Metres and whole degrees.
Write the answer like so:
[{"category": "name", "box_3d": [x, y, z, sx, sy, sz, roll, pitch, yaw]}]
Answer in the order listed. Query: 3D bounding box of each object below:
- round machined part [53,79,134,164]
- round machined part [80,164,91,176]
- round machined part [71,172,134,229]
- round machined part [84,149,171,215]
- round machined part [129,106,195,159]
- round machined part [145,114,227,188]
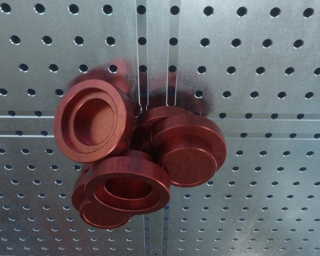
[{"category": "round machined part", "box_3d": [-0.074, -0.005, 0.370, 0.098, 0.098, 0.042, -22, 162, 17]}, {"category": "round machined part", "box_3d": [-0.067, 0.083, 0.443, 0.099, 0.042, 0.097, 0, 130, 0]}, {"category": "round machined part", "box_3d": [-0.074, 0.105, 0.433, 0.099, 0.042, 0.097, 0, 130, 0]}, {"category": "round machined part", "box_3d": [-0.036, 0.062, 0.368, 0.098, 0.042, 0.098, 2, 138, 2]}, {"category": "round machined part", "box_3d": [0.010, 0.023, 0.393, 0.099, 0.042, 0.097, 0, 130, 0]}, {"category": "round machined part", "box_3d": [0.031, 0.034, 0.373, 0.099, 0.042, 0.097, 0, 130, 0]}]
